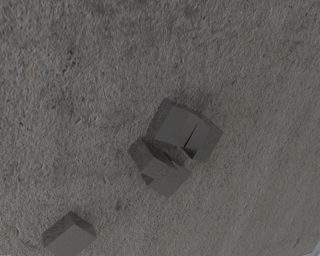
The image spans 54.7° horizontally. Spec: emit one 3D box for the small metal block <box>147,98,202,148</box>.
[{"bbox_3d":[0.019,-0.006,0.413,0.050,0.025,0.050,18,109,-35],"label":"small metal block"}]

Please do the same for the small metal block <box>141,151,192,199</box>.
[{"bbox_3d":[0.010,0.069,0.455,0.050,0.025,0.050,-47,129,4],"label":"small metal block"}]

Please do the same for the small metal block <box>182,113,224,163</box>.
[{"bbox_3d":[0.053,0.011,0.426,0.025,0.050,0.050,16,110,-35],"label":"small metal block"}]

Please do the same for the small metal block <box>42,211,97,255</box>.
[{"bbox_3d":[-0.125,0.151,0.432,0.050,0.025,0.050,-39,130,-2],"label":"small metal block"}]

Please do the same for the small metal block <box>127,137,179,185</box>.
[{"bbox_3d":[-0.009,0.044,0.413,0.050,0.050,0.025,34,99,-39],"label":"small metal block"}]
